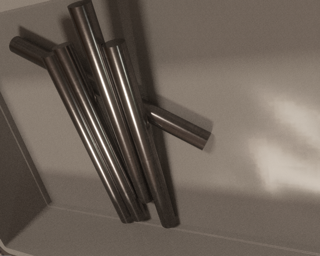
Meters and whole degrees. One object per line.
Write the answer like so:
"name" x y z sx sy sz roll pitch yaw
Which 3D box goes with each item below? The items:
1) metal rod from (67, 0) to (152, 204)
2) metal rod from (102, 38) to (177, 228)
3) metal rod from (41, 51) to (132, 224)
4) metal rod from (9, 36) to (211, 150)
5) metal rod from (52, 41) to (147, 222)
"metal rod" -0.051 -0.008 0.398 0.025 0.025 0.298 5 130 25
"metal rod" -0.017 0.030 0.409 0.025 0.025 0.298 4 128 26
"metal rod" -0.095 0.031 0.456 0.025 0.025 0.298 0 125 28
"metal rod" -0.073 -0.051 0.413 0.301 0.025 0.025 27 128 10
"metal rod" -0.074 0.025 0.440 0.025 0.025 0.298 0 125 28
